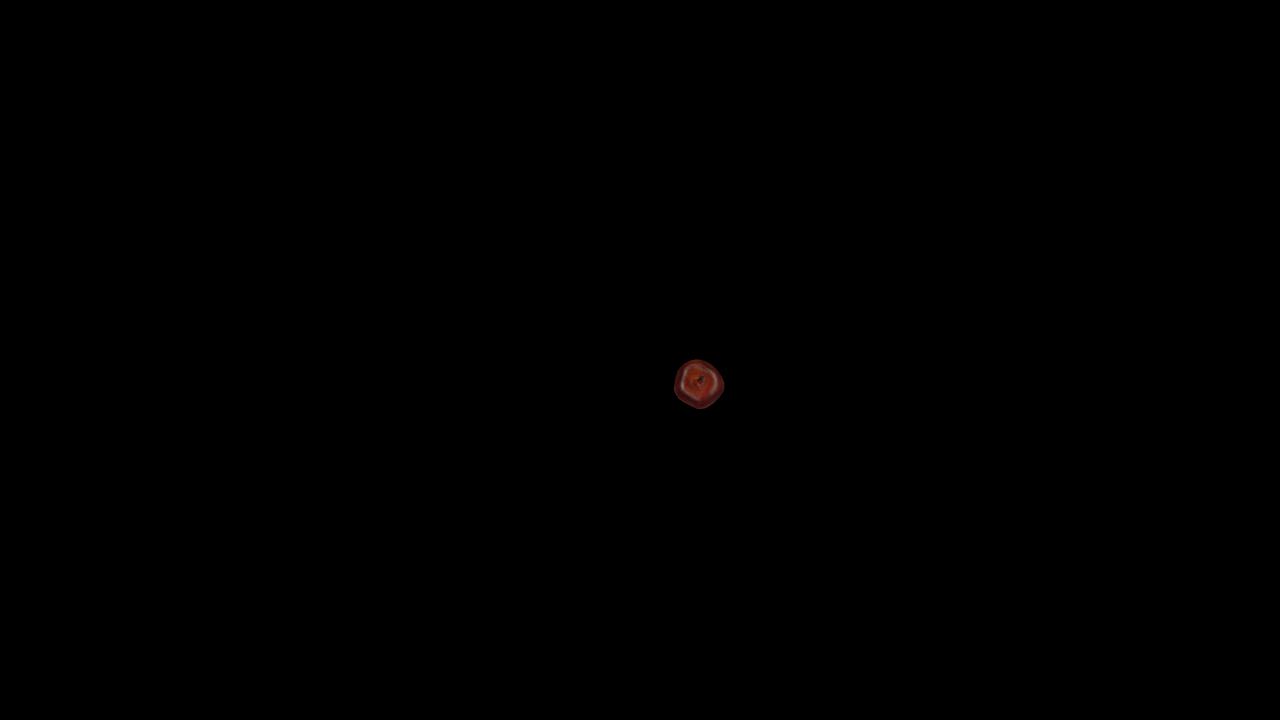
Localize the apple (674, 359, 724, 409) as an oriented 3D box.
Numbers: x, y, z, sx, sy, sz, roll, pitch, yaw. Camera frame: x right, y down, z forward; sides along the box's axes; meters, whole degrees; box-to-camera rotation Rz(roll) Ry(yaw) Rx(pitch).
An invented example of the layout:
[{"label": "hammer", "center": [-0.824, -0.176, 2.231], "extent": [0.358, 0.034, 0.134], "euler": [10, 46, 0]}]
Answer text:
[{"label": "apple", "center": [0.093, 0.039, 0.971], "extent": [0.079, 0.079, 0.093], "euler": [0, -12, 2]}]
